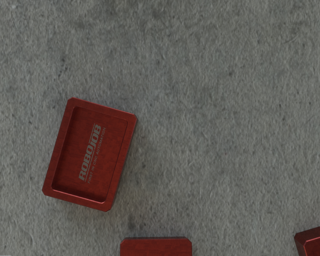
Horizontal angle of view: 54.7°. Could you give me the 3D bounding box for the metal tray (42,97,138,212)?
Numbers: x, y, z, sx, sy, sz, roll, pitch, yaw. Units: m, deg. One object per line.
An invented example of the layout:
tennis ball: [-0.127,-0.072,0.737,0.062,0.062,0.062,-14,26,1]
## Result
metal tray: [-0.089,0.034,0.406,0.091,0.030,0.129,16,90,-1]

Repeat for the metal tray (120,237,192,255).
metal tray: [-0.005,0.207,0.390,0.091,0.030,0.129,1,76,-3]

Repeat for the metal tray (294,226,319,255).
metal tray: [0.244,0.195,0.410,0.091,0.030,0.129,-17,90,-1]
